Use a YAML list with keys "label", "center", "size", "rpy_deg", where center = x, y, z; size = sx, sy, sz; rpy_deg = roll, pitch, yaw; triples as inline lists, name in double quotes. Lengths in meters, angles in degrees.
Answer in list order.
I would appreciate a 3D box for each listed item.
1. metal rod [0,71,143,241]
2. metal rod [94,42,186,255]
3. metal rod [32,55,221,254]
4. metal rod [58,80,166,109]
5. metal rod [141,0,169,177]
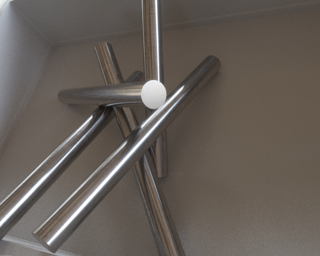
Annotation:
- label: "metal rod"
  center: [-0.095, 0.013, 0.366]
  size: [0.025, 0.025, 0.301]
  rpy_deg: [4, 38, 29]
- label: "metal rod"
  center: [-0.030, 0.017, 0.367]
  size: [0.025, 0.025, 0.299]
  rpy_deg: [-26, 65, 11]
- label: "metal rod"
  center: [-0.011, 0.002, 0.336]
  size: [0.025, 0.025, 0.301]
  rpy_deg: [14, 46, 33]
- label: "metal rod"
  center: [-0.083, -0.041, 0.395]
  size: [0.300, 0.025, 0.025]
  rpy_deg: [9, 64, 58]
- label: "metal rod"
  center: [-0.009, -0.090, 0.385]
  size: [0.025, 0.025, 0.298]
  rpy_deg: [-5, 85, 25]
